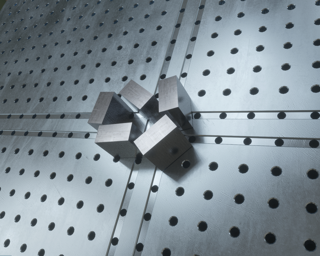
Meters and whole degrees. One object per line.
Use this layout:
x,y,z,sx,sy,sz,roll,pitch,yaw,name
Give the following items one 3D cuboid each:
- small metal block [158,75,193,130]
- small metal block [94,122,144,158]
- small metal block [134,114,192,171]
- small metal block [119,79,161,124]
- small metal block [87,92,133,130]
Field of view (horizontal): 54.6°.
0.020,-0.031,0.401,0.025,0.050,0.050,-15,55,20,small metal block
-0.048,0.018,0.407,0.050,0.050,0.025,-5,60,26,small metal block
0.005,0.019,0.378,0.050,0.050,0.025,-41,50,1,small metal block
-0.021,-0.033,0.425,0.025,0.050,0.050,-48,52,-4,small metal block
-0.069,-0.017,0.440,0.025,0.050,0.050,3,64,30,small metal block
